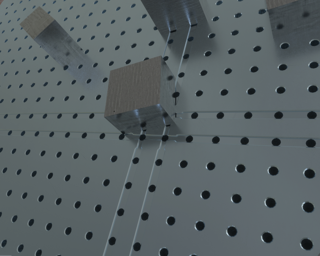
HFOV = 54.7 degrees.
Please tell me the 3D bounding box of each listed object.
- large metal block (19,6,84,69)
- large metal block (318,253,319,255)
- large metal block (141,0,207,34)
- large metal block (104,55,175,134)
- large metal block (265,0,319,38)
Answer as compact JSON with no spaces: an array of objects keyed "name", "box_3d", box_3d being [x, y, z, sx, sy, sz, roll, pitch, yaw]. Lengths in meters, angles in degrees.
[{"name":"large metal block","box_3d":[-0.203,-0.170,0.581,0.050,0.080,0.080,-45,51,-3]},{"name":"large metal block","box_3d":[0.134,0.125,0.226,0.080,0.080,0.050,-49,52,-6]},{"name":"large metal block","box_3d":[0.022,-0.204,0.485,0.080,0.080,0.050,-10,58,22]},{"name":"large metal block","box_3d":[-0.026,-0.045,0.432,0.080,0.050,0.080,-12,57,21]},{"name":"large metal block","box_3d":[0.180,-0.175,0.405,0.080,0.050,0.080,-12,57,21]}]
